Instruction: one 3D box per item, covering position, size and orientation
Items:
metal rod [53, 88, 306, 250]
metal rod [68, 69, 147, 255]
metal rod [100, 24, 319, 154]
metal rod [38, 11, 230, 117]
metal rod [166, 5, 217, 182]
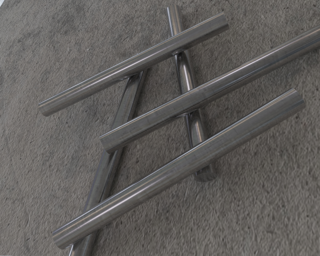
[{"bbox_3d":[0.013,0.048,0.333,0.300,0.025,0.025,-32,52,7],"label":"metal rod"},{"bbox_3d":[-0.061,0.022,0.422,0.025,0.025,0.300,0,62,28],"label":"metal rod"},{"bbox_3d":[0.068,-0.048,0.371,0.301,0.025,0.025,-27,52,1],"label":"metal rod"},{"bbox_3d":[-0.046,-0.086,0.447,0.300,0.025,0.025,-23,53,14],"label":"metal rod"},{"bbox_3d":[0.036,-0.069,0.427,0.025,0.025,0.299,-19,54,17],"label":"metal rod"}]
